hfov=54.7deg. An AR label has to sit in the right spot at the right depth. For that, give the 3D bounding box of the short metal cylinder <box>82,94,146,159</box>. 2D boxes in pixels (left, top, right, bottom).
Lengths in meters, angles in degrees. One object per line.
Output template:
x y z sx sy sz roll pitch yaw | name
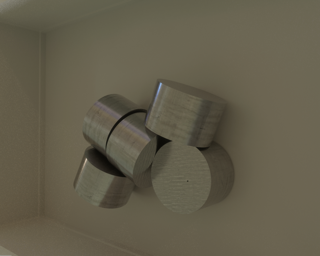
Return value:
-0.054 0.001 0.411 0.050 0.081 0.079 32 110 35 | short metal cylinder

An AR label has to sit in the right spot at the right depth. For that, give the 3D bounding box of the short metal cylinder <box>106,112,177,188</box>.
-0.019 0.027 0.383 0.050 0.081 0.079 33 111 35 | short metal cylinder

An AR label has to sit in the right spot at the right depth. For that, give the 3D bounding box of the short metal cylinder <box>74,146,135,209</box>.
-0.072 0.064 0.425 0.080 0.081 0.050 36 112 34 | short metal cylinder

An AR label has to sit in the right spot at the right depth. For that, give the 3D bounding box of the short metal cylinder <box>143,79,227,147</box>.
0.027 -0.018 0.345 0.080 0.081 0.050 29 108 36 | short metal cylinder

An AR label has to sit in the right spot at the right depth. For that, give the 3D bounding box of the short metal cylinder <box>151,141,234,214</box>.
0.037 0.053 0.356 0.080 0.050 0.079 0 90 39 | short metal cylinder
